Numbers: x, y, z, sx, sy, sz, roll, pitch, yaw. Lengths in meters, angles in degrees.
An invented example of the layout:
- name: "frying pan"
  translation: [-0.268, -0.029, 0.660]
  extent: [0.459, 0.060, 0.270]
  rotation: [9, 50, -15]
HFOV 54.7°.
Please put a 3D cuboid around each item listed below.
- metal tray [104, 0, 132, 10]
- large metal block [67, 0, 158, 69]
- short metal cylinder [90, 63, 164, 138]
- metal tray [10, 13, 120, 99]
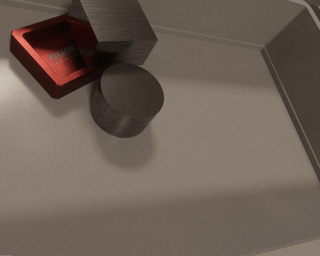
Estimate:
- name: "metal tray"
  translation: [-0.075, -0.267, 0.528]
  extent: [0.090, 0.030, 0.130]
  rotation: [27, 52, -12]
- name: "large metal block"
  translation: [-0.062, -0.125, 0.395]
  extent: [0.081, 0.050, 0.080]
  rotation: [-13, 68, -34]
- name: "short metal cylinder"
  translation: [-0.042, -0.034, 0.389]
  extent: [0.081, 0.050, 0.080]
  rotation: [14, 56, -21]
- name: "metal tray"
  translation: [-0.111, -0.103, 0.406]
  extent: [0.090, 0.030, 0.131]
  rotation: [48, 51, 5]
